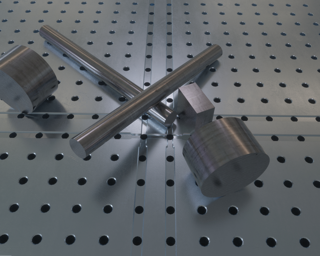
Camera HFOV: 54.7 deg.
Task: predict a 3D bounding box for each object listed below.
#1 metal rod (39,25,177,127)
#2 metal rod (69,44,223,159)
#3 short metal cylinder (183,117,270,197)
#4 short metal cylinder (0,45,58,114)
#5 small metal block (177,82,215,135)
[{"bbox_3d":[-0.094,-0.091,0.483,0.300,0.025,0.025,36,59,26],"label":"metal rod"},{"bbox_3d":[0.003,-0.053,0.421,0.025,0.025,0.302,30,47,23],"label":"metal rod"},{"bbox_3d":[0.072,0.034,0.344,0.081,0.080,0.050,-16,52,-13],"label":"short metal cylinder"},{"bbox_3d":[-0.190,-0.066,0.426,0.080,0.080,0.050,23,54,18],"label":"short metal cylinder"},{"bbox_3d":[0.046,-0.023,0.411,0.025,0.050,0.050,-19,53,-15],"label":"small metal block"}]
